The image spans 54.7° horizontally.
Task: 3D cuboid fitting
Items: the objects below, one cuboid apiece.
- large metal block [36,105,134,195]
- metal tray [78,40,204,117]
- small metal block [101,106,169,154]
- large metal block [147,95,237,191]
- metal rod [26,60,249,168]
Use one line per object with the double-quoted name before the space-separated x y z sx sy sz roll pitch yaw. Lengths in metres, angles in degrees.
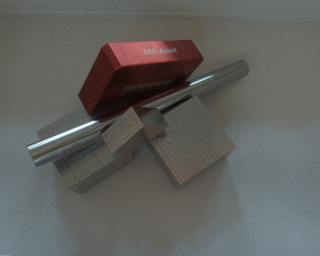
"large metal block" -0.090 0.023 0.383 0.080 0.050 0.080 -32 73 -11
"metal tray" -0.021 -0.060 0.367 0.131 0.090 0.030 -16 69 -40
"small metal block" -0.027 0.002 0.342 0.050 0.050 0.025 -40 71 25
"large metal block" 0.034 0.019 0.388 0.080 0.050 0.080 -32 73 -11
"metal rod" -0.006 -0.028 0.379 0.302 0.025 0.025 -25 72 -25
